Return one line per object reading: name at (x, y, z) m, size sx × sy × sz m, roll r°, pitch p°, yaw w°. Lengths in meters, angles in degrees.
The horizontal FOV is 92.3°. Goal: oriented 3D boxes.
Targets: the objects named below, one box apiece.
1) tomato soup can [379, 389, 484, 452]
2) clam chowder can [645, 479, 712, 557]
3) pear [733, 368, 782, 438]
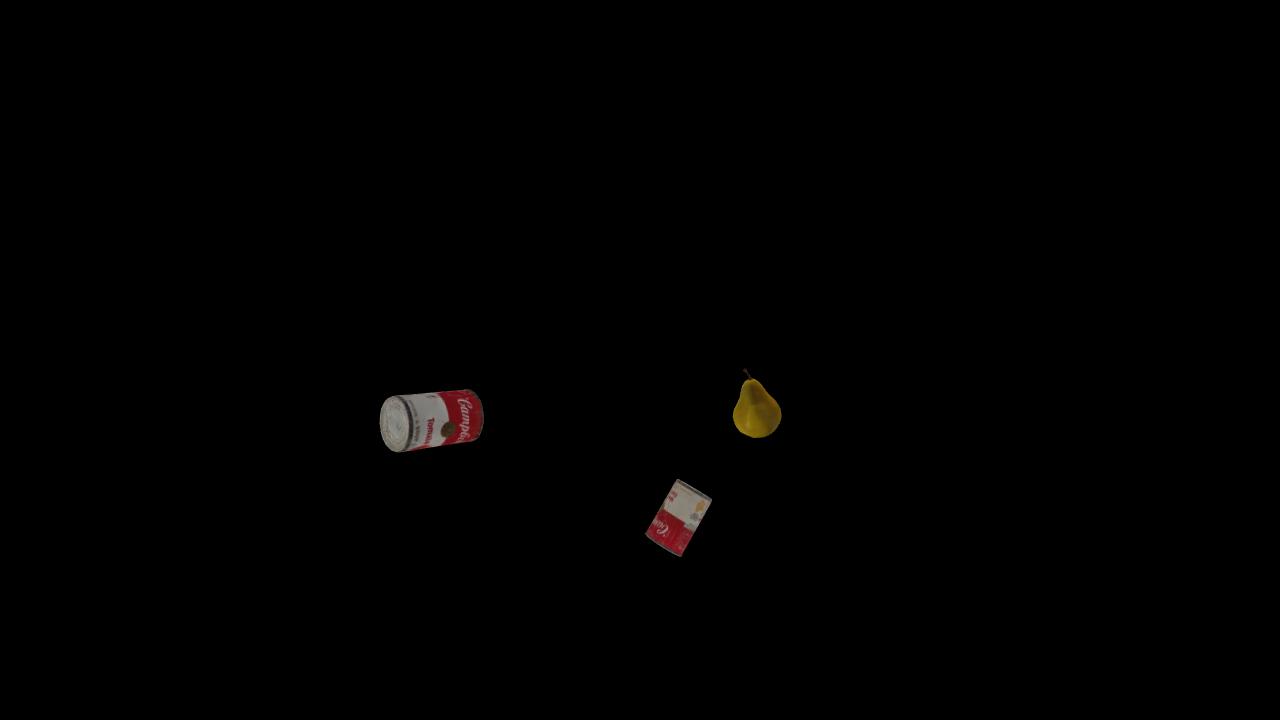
tomato soup can at (-0.250, 0.071, 0.742) m, size 0.068 × 0.068 × 0.101 m, roll 0°, pitch 1°, yaw 40°
clam chowder can at (0.062, 0.249, 0.977) m, size 0.068 × 0.102 × 0.068 m, roll 31°, pitch -7°, yaw 4°
pear at (0.190, 0.068, 1.001) m, size 0.080 × 0.111 × 0.080 m, roll -4°, pitch 21°, yaw 2°
